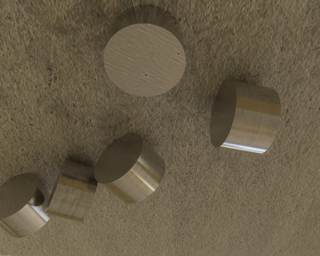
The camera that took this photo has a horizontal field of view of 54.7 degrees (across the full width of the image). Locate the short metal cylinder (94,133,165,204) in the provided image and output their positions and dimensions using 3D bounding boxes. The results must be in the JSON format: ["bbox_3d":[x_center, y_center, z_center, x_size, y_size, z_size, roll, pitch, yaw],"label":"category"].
[{"bbox_3d":[-0.040,0.054,0.416,0.080,0.080,0.050,-27,125,21],"label":"short metal cylinder"}]

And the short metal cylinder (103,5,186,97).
[{"bbox_3d":[-0.015,-0.080,0.323,0.081,0.050,0.079,0,130,0],"label":"short metal cylinder"}]

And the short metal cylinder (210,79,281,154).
[{"bbox_3d":[0.096,-0.013,0.361,0.050,0.080,0.079,10,129,-9],"label":"short metal cylinder"}]

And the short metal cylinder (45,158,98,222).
[{"bbox_3d":[-0.126,0.089,0.446,0.050,0.080,0.080,21,127,-17],"label":"short metal cylinder"}]

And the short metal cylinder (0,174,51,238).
[{"bbox_3d":[-0.209,0.116,0.468,0.080,0.080,0.050,-13,129,11],"label":"short metal cylinder"}]
